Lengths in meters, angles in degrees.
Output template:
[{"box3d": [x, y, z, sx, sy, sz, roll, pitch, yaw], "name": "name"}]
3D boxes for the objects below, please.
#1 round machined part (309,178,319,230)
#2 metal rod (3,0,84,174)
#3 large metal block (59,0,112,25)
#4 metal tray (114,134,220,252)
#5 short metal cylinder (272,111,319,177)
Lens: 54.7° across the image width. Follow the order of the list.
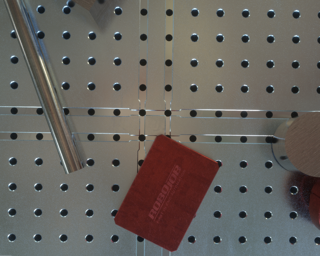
[{"box3d": [0.238, 0.095, 0.401, 0.099, 0.042, 0.097, -2, 102, -8], "name": "round machined part"}, {"box3d": [-0.163, -0.084, 0.411, 0.025, 0.025, 0.298, -20, 90, 0], "name": "metal rod"}, {"box3d": [-0.098, -0.197, 0.399, 0.080, 0.050, 0.080, 33, 90, -1], "name": "large metal block"}, {"box3d": [0.009, 0.084, 0.411, 0.090, 0.030, 0.130, 27, 90, -1], "name": "metal tray"}, {"box3d": [0.194, 0.021, 0.400, 0.080, 0.050, 0.080, 0, 85, 3], "name": "short metal cylinder"}]
